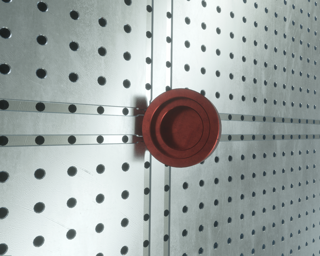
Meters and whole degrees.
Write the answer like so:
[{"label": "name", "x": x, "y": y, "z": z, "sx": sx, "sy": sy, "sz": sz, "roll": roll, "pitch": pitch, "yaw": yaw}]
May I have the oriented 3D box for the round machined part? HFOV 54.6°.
[{"label": "round machined part", "x": 0.030, "y": 0.001, "z": 0.398, "sx": 0.042, "sy": 0.098, "sz": 0.098, "roll": 8, "pitch": 84, "yaw": -71}]
